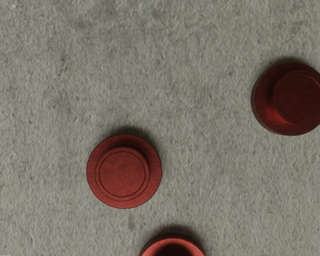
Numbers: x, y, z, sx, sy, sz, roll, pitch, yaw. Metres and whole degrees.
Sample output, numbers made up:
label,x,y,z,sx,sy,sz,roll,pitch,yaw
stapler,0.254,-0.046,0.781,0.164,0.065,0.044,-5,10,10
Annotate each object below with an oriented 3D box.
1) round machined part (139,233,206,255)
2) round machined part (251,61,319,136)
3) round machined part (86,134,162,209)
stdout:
label,x,y,z,sx,sy,sz,roll,pitch,yaw
round machined part,0.017,0.191,0.402,0.099,0.042,0.097,0,90,-1
round machined part,0.173,-0.038,0.404,0.099,0.042,0.097,0,90,-1
round machined part,-0.046,0.057,0.401,0.099,0.042,0.097,0,90,-1
